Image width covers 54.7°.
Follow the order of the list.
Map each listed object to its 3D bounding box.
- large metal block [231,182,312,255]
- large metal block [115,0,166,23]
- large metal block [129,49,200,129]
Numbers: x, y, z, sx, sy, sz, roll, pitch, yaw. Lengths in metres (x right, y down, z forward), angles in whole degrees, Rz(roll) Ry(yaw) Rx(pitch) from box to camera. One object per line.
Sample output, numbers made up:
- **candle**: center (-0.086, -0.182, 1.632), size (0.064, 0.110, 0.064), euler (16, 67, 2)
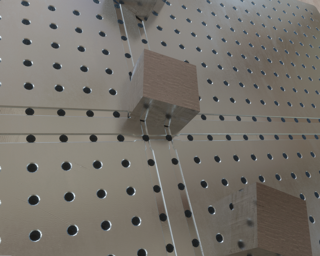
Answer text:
- **large metal block**: center (0.139, 0.125, 0.393), size (0.080, 0.050, 0.080), euler (22, 53, -15)
- **large metal block**: center (-0.030, -0.239, 0.523), size (0.080, 0.050, 0.080), euler (36, 51, -5)
- **large metal block**: center (0.005, -0.052, 0.428), size (0.081, 0.050, 0.080), euler (13, 56, -21)
